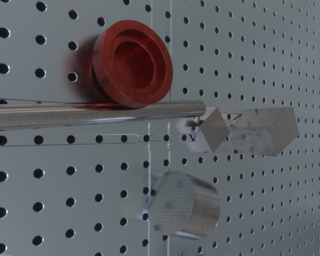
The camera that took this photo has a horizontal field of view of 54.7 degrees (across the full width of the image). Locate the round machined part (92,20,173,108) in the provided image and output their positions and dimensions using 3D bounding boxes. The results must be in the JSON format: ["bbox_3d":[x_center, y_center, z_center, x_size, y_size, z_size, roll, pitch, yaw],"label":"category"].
[{"bbox_3d":[-0.035,-0.071,0.362,0.099,0.042,0.098,10,74,-39],"label":"round machined part"}]

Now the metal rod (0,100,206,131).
[{"bbox_3d":[-0.057,-0.018,0.360,0.302,0.025,0.025,-5,94,-40],"label":"metal rod"}]

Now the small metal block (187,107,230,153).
[{"bbox_3d":[0.075,0.003,0.472,0.050,0.025,0.050,-45,117,-31],"label":"small metal block"}]

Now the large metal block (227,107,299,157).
[{"bbox_3d":[0.170,0.004,0.516,0.081,0.080,0.050,-30,109,-36],"label":"large metal block"}]

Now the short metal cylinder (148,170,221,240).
[{"bbox_3d":[0.030,0.100,0.399,0.050,0.080,0.080,26,74,-37],"label":"short metal cylinder"}]

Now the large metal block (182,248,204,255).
[{"bbox_3d":[0.064,0.231,0.447,0.080,0.050,0.080,37,67,-34],"label":"large metal block"}]
